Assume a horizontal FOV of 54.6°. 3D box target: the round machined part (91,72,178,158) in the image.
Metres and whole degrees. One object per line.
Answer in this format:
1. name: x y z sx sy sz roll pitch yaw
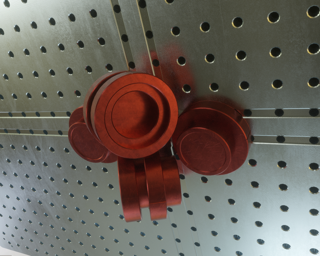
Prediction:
1. round machined part: -0.032 -0.017 0.362 0.042 0.099 0.098 31 144 63

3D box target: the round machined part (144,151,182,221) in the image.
1. round machined part: 0.003 0.073 0.420 0.042 0.098 0.097 -7 120 -4

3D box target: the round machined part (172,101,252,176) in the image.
1. round machined part: 0.059 0.019 0.382 0.098 0.042 0.097 13 124 21

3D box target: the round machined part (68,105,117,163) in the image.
1. round machined part: -0.095 0.012 0.458 0.098 0.042 0.097 13 124 21

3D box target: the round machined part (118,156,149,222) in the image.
1. round machined part: -0.030 0.075 0.421 0.042 0.098 0.097 -7 120 -4

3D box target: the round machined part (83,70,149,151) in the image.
1. round machined part: -0.047 -0.024 0.390 0.042 0.099 0.098 31 144 63
